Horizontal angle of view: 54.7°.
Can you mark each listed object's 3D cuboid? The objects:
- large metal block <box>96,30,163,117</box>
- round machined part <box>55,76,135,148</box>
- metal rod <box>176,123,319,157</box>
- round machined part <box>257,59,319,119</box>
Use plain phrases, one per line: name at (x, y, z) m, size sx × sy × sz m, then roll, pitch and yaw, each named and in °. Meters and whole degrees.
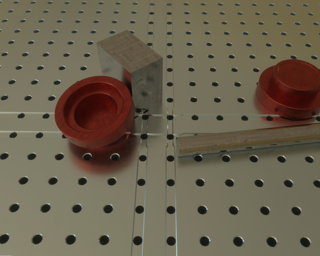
large metal block at (-0.041, -0.077, 0.436) m, size 0.050 × 0.080 × 0.080 m, roll -31°, pitch 57°, yaw -24°
round machined part at (-0.081, -0.017, 0.402) m, size 0.099 × 0.042 × 0.098 m, roll -3°, pitch 59°, yaw 6°
metal rod at (0.172, 0.009, 0.400) m, size 0.302 × 0.025 × 0.025 m, roll -6°, pitch 50°, yaw -5°
round machined part at (0.195, -0.063, 0.451) m, size 0.099 × 0.042 × 0.098 m, roll 0°, pitch 50°, yaw 0°
